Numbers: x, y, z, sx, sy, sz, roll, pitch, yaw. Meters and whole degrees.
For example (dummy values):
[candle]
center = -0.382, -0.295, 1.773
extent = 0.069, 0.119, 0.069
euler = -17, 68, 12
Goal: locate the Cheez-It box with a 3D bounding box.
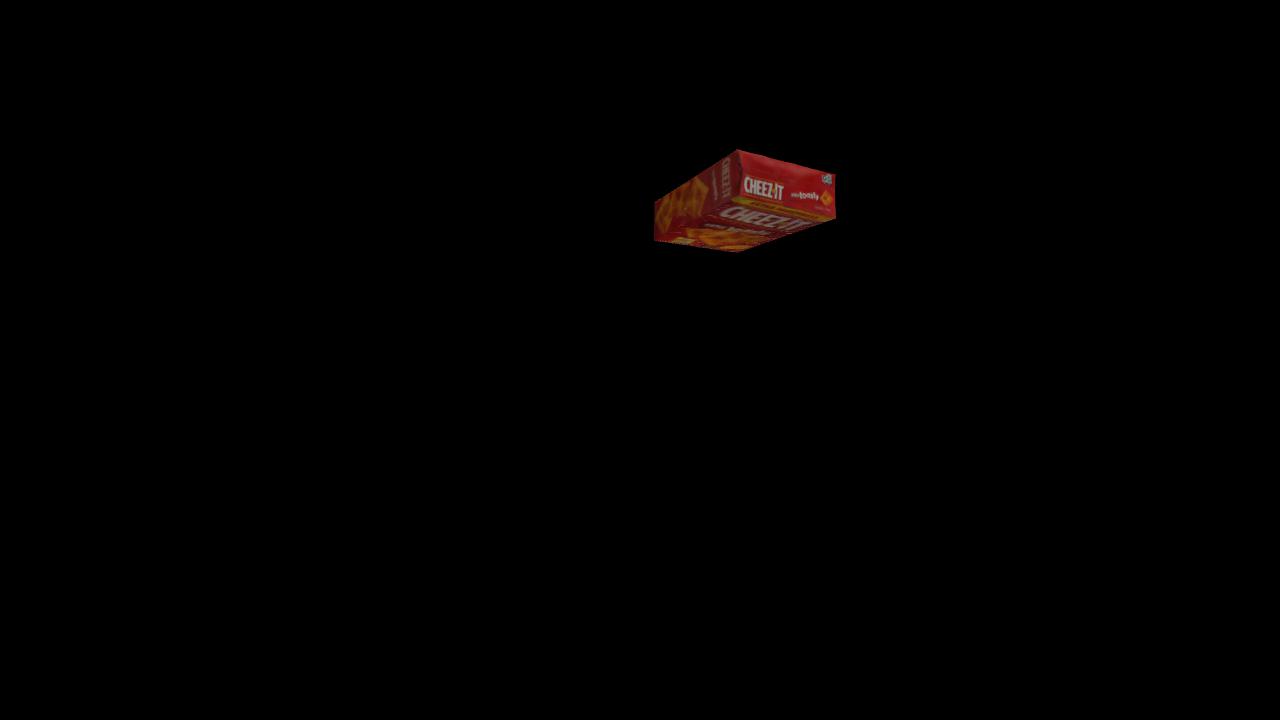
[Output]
[Cheez-It box]
center = 0.143, -0.217, 0.883
extent = 0.166, 0.071, 0.223
euler = 2, -5, -28
